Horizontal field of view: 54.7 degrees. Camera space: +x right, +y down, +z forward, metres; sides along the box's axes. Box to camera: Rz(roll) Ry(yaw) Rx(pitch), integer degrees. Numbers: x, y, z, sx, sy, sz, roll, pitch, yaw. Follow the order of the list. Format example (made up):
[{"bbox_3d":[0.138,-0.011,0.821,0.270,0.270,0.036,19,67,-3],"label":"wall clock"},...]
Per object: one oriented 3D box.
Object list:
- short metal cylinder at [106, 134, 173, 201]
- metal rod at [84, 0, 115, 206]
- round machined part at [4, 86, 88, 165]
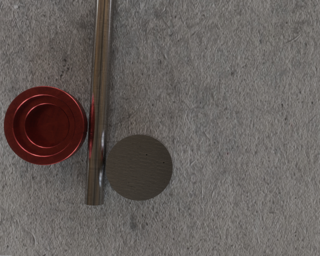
[{"bbox_3d":[-0.025,0.048,0.397,0.081,0.050,0.079,0,90,0],"label":"short metal cylinder"},{"bbox_3d":[-0.079,-0.050,0.409,0.025,0.025,0.298,3,90,0],"label":"metal rod"},{"bbox_3d":[-0.142,-0.003,0.400,0.099,0.042,0.097,0,90,0],"label":"round machined part"}]
